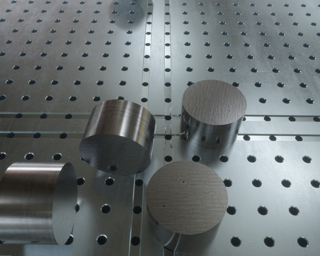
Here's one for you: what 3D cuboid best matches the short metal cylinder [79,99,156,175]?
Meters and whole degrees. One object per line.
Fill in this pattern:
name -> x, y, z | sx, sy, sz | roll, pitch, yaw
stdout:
short metal cylinder -> -0.047, 0.013, 0.361 | 0.080, 0.080, 0.050 | 5, 50, 4

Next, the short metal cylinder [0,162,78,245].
short metal cylinder -> -0.118, 0.074, 0.308 | 0.050, 0.080, 0.080 | 1, 50, 0

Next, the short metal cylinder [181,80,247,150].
short metal cylinder -> 0.068, -0.018, 0.408 | 0.081, 0.050, 0.080 | 0, 50, 0

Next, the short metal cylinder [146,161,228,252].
short metal cylinder -> 0.026, 0.081, 0.324 | 0.081, 0.050, 0.080 | 0, 50, 0
